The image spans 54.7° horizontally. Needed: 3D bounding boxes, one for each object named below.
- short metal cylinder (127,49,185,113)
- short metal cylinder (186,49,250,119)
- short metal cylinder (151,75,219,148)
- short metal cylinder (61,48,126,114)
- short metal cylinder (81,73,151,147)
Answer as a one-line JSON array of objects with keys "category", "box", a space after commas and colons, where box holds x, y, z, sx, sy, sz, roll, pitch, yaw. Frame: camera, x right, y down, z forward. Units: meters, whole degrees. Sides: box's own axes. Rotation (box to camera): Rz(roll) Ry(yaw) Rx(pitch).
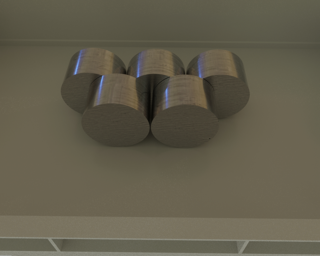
[{"category": "short metal cylinder", "box": [-0.006, -0.058, 0.416, 0.080, 0.080, 0.050, 1, 50, 0]}, {"category": "short metal cylinder", "box": [0.075, -0.057, 0.416, 0.080, 0.080, 0.050, 1, 50, 1]}, {"category": "short metal cylinder", "box": [0.030, -0.019, 0.383, 0.080, 0.080, 0.050, 1, 50, 0]}, {"category": "short metal cylinder", "box": [-0.087, -0.060, 0.417, 0.080, 0.080, 0.050, 1, 50, 0]}, {"category": "short metal cylinder", "box": [-0.052, -0.021, 0.384, 0.080, 0.080, 0.050, 1, 50, 0]}]
